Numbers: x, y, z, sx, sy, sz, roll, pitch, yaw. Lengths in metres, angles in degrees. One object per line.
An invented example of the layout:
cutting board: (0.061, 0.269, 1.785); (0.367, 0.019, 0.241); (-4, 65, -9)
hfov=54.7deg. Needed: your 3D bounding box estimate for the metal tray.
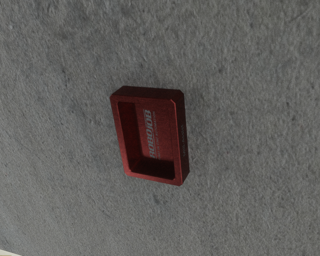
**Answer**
metal tray: (-0.011, 0.011, 0.414); (0.090, 0.030, 0.129); (7, 122, 24)
